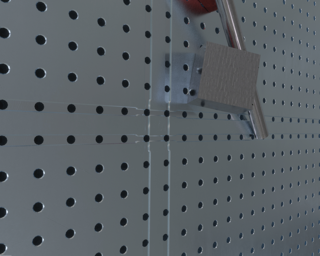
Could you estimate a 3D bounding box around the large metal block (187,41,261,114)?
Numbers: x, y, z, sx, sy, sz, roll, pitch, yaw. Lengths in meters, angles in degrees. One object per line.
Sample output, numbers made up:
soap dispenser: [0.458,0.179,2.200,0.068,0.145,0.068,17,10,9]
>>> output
large metal block: [0.091,-0.069,0.446,0.081,0.050,0.080,11,83,-11]

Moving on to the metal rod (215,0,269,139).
metal rod: [0.130,-0.106,0.494,0.025,0.025,0.299,-44,124,-31]

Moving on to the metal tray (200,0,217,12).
metal tray: [0.083,-0.258,0.474,0.090,0.030,0.130,34,69,-35]
